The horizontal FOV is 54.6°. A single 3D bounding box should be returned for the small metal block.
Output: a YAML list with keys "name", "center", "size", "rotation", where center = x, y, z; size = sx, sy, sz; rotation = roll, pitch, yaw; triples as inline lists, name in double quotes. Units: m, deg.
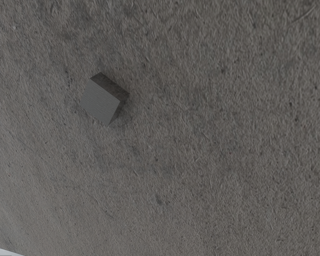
- name: "small metal block"
  center: [-0.076, -0.039, 0.424]
  size: [0.050, 0.025, 0.050]
  rotation: [37, 129, 3]
